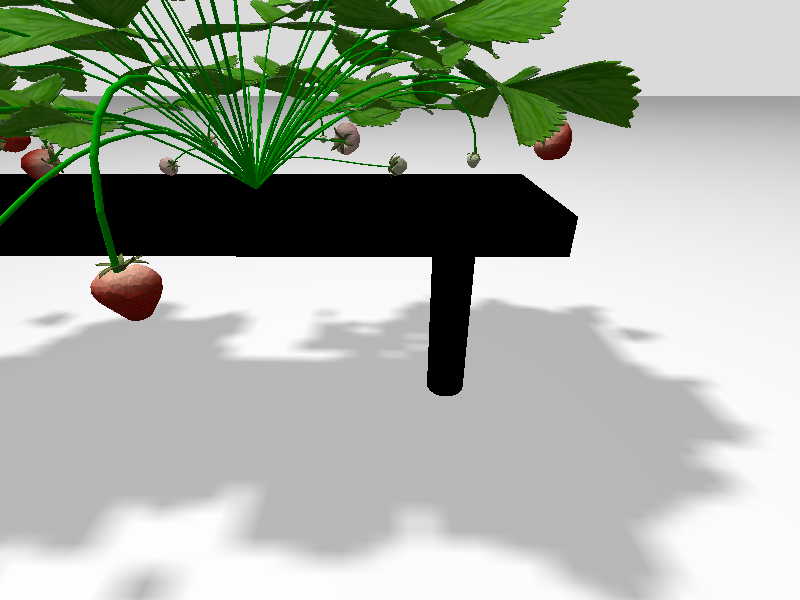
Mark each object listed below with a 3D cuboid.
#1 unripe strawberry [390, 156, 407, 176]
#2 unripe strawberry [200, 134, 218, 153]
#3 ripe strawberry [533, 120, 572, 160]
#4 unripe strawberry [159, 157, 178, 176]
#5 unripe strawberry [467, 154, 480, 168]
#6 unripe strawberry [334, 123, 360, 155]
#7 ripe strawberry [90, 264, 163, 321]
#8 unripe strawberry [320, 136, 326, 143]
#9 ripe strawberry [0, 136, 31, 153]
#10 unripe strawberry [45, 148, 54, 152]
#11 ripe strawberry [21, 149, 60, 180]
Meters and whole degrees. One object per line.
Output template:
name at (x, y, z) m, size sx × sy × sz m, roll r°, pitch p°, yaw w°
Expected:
unripe strawberry at (-0.001, -0.130, 0.389) m, size 0.017 × 0.018 × 0.016 m, roll -11°, pitch 31°, yaw -21°
unripe strawberry at (-0.242, -0.196, 0.506) m, size 0.020 × 0.023 × 0.022 m, roll -17°, pitch -3°, yaw -28°
ripe strawberry at (0.175, -0.178, 0.453) m, size 0.041 × 0.043 × 0.038 m, roll 34°, pitch 8°, yaw -36°
unripe strawberry at (-0.228, -0.131, 0.393) m, size 0.017 × 0.017 × 0.016 m, roll 2°, pitch 26°, yaw 32°
unripe strawberry at (0.068, -0.129, 0.371) m, size 0.011 × 0.013 × 0.013 m, roll -5°, pitch 29°, yaw -10°
unripe strawberry at (-0.064, -0.202, 0.500) m, size 0.033 × 0.038 × 0.036 m, roll 9°, pitch 29°, yaw 16°
ripe strawberry at (-0.097, -0.002, 0.145) m, size 0.021 × 0.021 × 0.018 m, roll -3°, pitch 29°, yaw -6°
unripe strawberry at (-0.108, -0.226, 0.564) m, size 0.009 × 0.010 × 0.010 m, roll 2°, pitch 29°, yaw 3°
ripe strawberry at (-0.498, -0.208, 0.517) m, size 0.035 × 0.031 × 0.032 m, roll 10°, pitch 30°, yaw 18°
unripe strawberry at (-0.408, -0.171, 0.465) m, size 0.010 × 0.010 × 0.009 m, roll -22°, pitch 35°, yaw -34°
ripe strawberry at (-0.333, -0.125, 0.370) m, size 0.030 × 0.026 × 0.030 m, roll -4°, pitch 27°, yaw 12°
